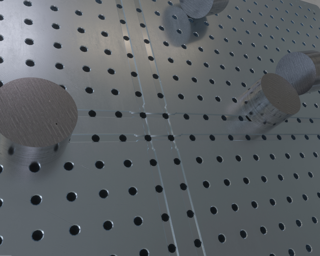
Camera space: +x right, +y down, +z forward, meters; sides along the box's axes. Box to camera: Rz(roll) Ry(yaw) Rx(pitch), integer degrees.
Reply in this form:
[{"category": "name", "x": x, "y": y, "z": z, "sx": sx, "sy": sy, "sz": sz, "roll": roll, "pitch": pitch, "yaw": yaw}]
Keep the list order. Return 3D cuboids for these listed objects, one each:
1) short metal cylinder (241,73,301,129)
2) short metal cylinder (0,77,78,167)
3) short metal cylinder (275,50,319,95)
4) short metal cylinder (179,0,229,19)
[{"category": "short metal cylinder", "x": 0.185, "y": -0.045, "z": 0.519, "sx": 0.081, "sy": 0.050, "sz": 0.080, "roll": 14, "pitch": 56, "yaw": -21}, {"category": "short metal cylinder", "x": -0.132, "y": -0.006, "z": 0.324, "sx": 0.081, "sy": 0.050, "sz": 0.080, "roll": 13, "pitch": 56, "yaw": -21}, {"category": "short metal cylinder", "x": 0.266, "y": -0.103, "z": 0.578, "sx": 0.050, "sy": 0.080, "sz": 0.080, "roll": -13, "pitch": 69, "yaw": -34}, {"category": "short metal cylinder", "x": 0.081, "y": -0.246, "z": 0.566, "sx": 0.050, "sy": 0.080, "sz": 0.080, "roll": -28, "pitch": 78, "yaw": -37}]
